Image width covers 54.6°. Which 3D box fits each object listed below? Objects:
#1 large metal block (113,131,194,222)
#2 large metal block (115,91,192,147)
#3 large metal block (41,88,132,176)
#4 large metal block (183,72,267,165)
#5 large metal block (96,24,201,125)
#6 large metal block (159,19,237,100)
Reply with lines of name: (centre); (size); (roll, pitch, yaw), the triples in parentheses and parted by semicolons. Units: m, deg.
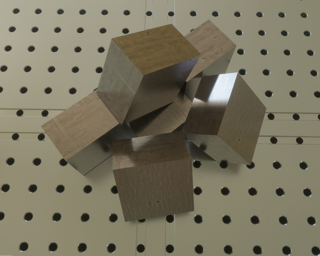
large metal block: (-0.007, 0.055, 0.355); (0.080, 0.080, 0.050); (-8, 34, -3)
large metal block: (-0.008, -0.019, 0.407); (0.080, 0.050, 0.080); (-37, 74, -13)
large metal block: (-0.083, 0.007, 0.378); (0.080, 0.080, 0.050); (-36, 74, -12)
large metal block: (0.081, -0.010, 0.379); (0.050, 0.080, 0.080); (2, 63, 45)
large metal block: (-0.014, -0.058, 0.337); (0.081, 0.080, 0.050); (-27, 70, -36)
large metal block: (0.046, -0.082, 0.413); (0.080, 0.080, 0.050); (-37, 75, -13)
